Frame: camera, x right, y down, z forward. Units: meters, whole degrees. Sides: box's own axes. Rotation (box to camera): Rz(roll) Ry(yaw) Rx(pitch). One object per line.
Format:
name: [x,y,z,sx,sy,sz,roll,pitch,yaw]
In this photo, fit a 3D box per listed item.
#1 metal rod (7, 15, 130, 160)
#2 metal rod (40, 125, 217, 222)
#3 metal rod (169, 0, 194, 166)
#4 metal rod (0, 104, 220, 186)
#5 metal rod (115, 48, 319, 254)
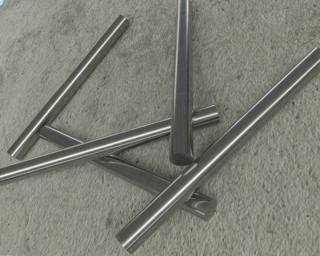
metal rod: [-0.150,-0.075,0.528,0.025,0.025,0.300,27,76,37]
metal rod: [-0.064,0.046,0.408,0.300,0.025,0.025,19,72,35]
metal rod: [0.031,-0.084,0.413,0.025,0.025,0.300,-13,48,21]
metal rod: [-0.074,0.024,0.396,0.301,0.025,0.025,-16,55,7]
metal rod: [0.075,0.016,0.332,0.301,0.025,0.025,-42,51,-10]
